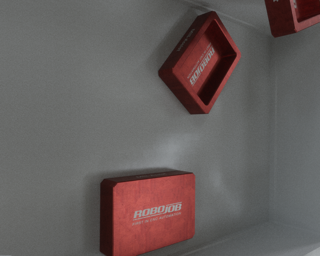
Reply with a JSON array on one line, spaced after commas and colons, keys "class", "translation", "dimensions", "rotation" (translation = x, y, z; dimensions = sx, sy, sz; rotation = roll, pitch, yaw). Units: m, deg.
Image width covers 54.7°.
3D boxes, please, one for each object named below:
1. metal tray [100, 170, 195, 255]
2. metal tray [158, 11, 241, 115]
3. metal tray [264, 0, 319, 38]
[{"class": "metal tray", "translation": [-0.011, 0.105, 0.394], "dimensions": [0.131, 0.030, 0.089], "rotation": [1, 90, -40]}, {"class": "metal tray", "translation": [0.063, -0.095, 0.455], "dimensions": [0.090, 0.030, 0.130], "rotation": [47, 62, -30]}, {"class": "metal tray", "translation": [0.162, -0.188, 0.384], "dimensions": [0.091, 0.030, 0.129], "rotation": [-29, 108, -36]}]
